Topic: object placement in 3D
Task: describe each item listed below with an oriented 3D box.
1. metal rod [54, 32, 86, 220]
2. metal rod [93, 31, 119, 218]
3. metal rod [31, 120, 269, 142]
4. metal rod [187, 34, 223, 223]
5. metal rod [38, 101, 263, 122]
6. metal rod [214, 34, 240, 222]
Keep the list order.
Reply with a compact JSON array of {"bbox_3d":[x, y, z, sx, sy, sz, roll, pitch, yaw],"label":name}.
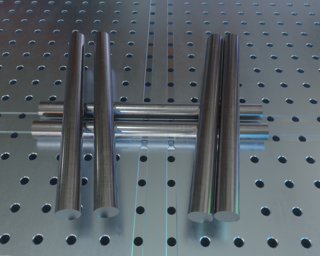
[{"bbox_3d":[-0.111,-0.028,0.399,0.025,0.025,0.300,-6,50,-5],"label":"metal rod"},{"bbox_3d":[-0.073,-0.030,0.401,0.025,0.025,0.300,-6,50,-5],"label":"metal rod"},{"bbox_3d":[-0.013,0.004,0.406,0.302,0.025,0.025,1,50,0],"label":"metal rod"},{"bbox_3d":[0.064,-0.026,0.398,0.025,0.025,0.300,7,50,6],"label":"metal rod"},{"bbox_3d":[-0.013,-0.023,0.428,0.302,0.025,0.025,1,50,0],"label":"metal rod"},{"bbox_3d":[0.090,-0.026,0.399,0.025,0.025,0.300,7,50,6],"label":"metal rod"}]
